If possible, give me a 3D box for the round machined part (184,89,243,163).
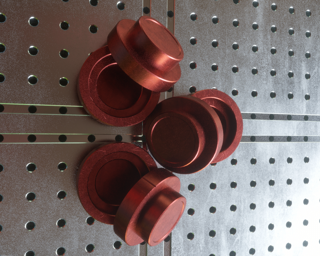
[{"bbox_3d":[0.060,-0.003,0.425,0.099,0.042,0.097,0,90,-20],"label":"round machined part"}]

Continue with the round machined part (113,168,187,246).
[{"bbox_3d":[-0.005,0.100,0.371,0.099,0.042,0.097,-39,146,-32],"label":"round machined part"}]

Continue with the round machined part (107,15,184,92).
[{"bbox_3d":[-0.010,-0.094,0.370,0.098,0.042,0.098,32,36,-26],"label":"round machined part"}]

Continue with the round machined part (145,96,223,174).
[{"bbox_3d":[0.024,0.010,0.380,0.042,0.098,0.098,-22,100,-61],"label":"round machined part"}]

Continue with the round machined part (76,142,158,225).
[{"bbox_3d":[-0.053,0.065,0.383,0.099,0.042,0.097,0,90,-20],"label":"round machined part"}]

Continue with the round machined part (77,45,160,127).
[{"bbox_3d":[-0.052,-0.050,0.383,0.099,0.042,0.097,0,90,-20],"label":"round machined part"}]
